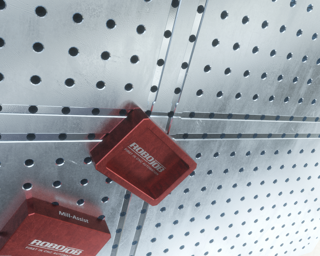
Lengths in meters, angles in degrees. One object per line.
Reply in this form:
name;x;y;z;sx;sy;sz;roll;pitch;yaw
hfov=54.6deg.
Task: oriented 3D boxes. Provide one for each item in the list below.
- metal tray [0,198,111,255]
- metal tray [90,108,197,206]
metal tray;-0.145;0.155;0.424;0.130;0.030;0.090;33;100;-38
metal tray;-0.018;0.045;0.424;0.090;0.030;0.130;-44;129;2
